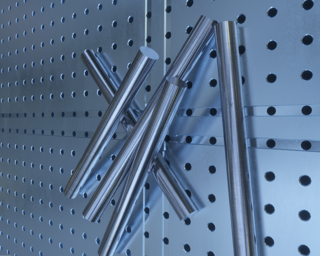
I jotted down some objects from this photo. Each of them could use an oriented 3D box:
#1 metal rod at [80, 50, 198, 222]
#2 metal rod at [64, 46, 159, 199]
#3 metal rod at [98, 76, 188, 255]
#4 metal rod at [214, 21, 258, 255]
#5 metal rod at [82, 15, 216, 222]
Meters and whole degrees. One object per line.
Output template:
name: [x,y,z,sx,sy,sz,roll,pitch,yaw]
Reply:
metal rod: [-0.041,-0.005,0.440,0.025,0.025,0.299,-49,62,29]
metal rod: [-0.083,0.011,0.448,0.025,0.025,0.298,55,129,25]
metal rod: [-0.032,0.071,0.405,0.025,0.025,0.298,42,124,31]
metal rod: [0.084,0.033,0.338,0.025,0.025,0.298,-7,86,39]
metal rod: [-0.019,-0.002,0.394,0.025,0.025,0.299,40,106,32]
